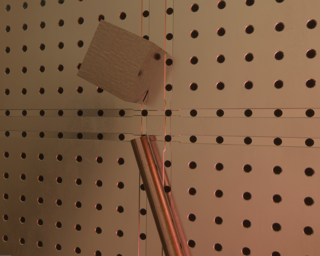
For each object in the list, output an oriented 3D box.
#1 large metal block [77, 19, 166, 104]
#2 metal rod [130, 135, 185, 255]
[{"bbox_3d":[-0.051,-0.087,0.416,0.080,0.050,0.080,29,99,17],"label":"large metal block"},{"bbox_3d":[0.016,0.155,0.406,0.025,0.025,0.299,-19,84,18],"label":"metal rod"}]
